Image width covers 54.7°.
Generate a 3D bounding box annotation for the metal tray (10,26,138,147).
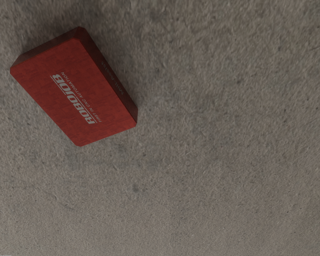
[{"bbox_3d":[-0.095,-0.042,0.367,0.090,0.030,0.130,-20,128,16],"label":"metal tray"}]
